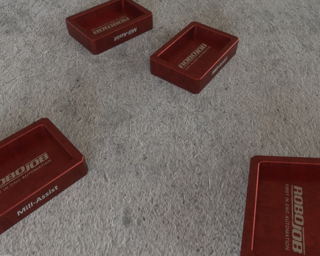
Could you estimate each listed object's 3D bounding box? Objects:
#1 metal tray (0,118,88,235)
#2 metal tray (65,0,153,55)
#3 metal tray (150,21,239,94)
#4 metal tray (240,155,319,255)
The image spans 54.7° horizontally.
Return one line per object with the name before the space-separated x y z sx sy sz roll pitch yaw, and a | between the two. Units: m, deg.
metal tray | -0.162 0.052 0.354 0.131 0.030 0.090 -35 59 -26
metal tray | -0.089 -0.188 0.556 0.131 0.030 0.090 -34 58 -25
metal tray | 0.056 -0.117 0.498 0.090 0.030 0.131 29 56 22
metal tray | 0.132 0.085 0.304 0.090 0.030 0.130 1 41 21
